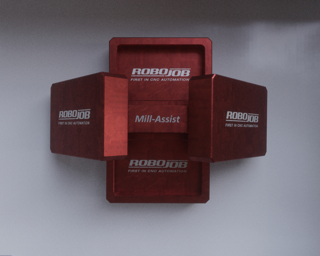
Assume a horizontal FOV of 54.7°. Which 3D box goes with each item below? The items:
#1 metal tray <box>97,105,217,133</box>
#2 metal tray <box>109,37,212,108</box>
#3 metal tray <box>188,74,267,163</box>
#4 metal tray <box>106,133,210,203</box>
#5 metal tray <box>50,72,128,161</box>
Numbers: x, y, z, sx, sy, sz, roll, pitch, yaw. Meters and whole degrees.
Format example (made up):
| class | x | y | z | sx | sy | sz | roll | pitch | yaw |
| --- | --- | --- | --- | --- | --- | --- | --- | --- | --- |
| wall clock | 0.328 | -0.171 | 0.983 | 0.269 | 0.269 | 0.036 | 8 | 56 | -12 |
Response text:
| class | x | y | z | sx | sy | sz | roll | pitch | yaw |
| --- | --- | --- | --- | --- | --- | --- | --- | --- | --- |
| metal tray | -0.003 | -0.010 | 0.377 | 0.131 | 0.090 | 0.030 | 0 | 90 | -1 |
| metal tray | 0.001 | -0.070 | 0.407 | 0.131 | 0.030 | 0.089 | 0 | 91 | -1 |
| metal tray | 0.084 | -0.009 | 0.364 | 0.030 | 0.131 | 0.089 | 1 | 90 | 42 |
| metal tray | -0.002 | 0.050 | 0.405 | 0.131 | 0.030 | 0.089 | 0 | 90 | -1 |
| metal tray | -0.088 | -0.012 | 0.363 | 0.030 | 0.130 | 0.089 | 1 | 90 | -42 |
